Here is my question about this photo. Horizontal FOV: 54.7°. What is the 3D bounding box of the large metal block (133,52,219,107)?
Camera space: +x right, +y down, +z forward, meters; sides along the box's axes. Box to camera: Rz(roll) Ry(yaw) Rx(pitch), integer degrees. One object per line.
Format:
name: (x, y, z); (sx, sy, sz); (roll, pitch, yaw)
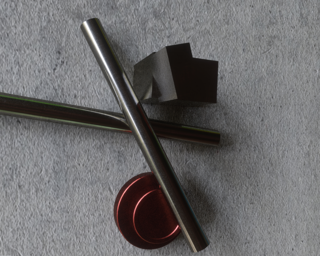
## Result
large metal block: (0.016, -0.056, 0.387); (0.081, 0.080, 0.050); (3, 89, -20)

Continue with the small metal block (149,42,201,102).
small metal block: (0.014, -0.055, 0.316); (0.025, 0.050, 0.050); (-15, 95, -20)

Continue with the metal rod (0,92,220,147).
metal rod: (-0.061, -0.008, 0.387); (0.302, 0.025, 0.025); (9, 87, -20)

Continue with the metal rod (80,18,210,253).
metal rod: (-0.018, 0.008, 0.372); (0.025, 0.025, 0.299); (-26, 89, -18)

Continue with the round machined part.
round machined part: (-0.007, 0.108, 0.399); (0.099, 0.042, 0.097); (0, 90, -21)
